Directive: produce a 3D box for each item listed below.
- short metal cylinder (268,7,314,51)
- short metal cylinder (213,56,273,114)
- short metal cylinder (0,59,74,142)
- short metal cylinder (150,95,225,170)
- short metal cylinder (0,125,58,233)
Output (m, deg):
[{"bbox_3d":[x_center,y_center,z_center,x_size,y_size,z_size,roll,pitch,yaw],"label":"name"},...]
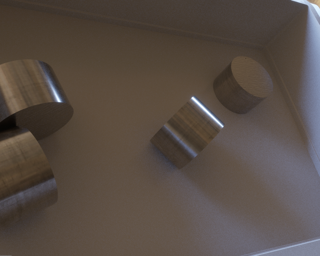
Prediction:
[{"bbox_3d":[0.287,-0.217,0.679,0.081,0.050,0.080,14,56,-21],"label":"short metal cylinder"},{"bbox_3d":[0.135,-0.070,0.504,0.081,0.050,0.080,14,56,-21],"label":"short metal cylinder"},{"bbox_3d":[-0.136,-0.023,0.312,0.081,0.080,0.050,-20,72,-35],"label":"short metal cylinder"},{"bbox_3d":[0.033,0.005,0.385,0.050,0.080,0.080,45,51,2],"label":"short metal cylinder"},{"bbox_3d":[-0.133,0.043,0.272,0.050,0.080,0.080,-26,76,-37],"label":"short metal cylinder"}]
